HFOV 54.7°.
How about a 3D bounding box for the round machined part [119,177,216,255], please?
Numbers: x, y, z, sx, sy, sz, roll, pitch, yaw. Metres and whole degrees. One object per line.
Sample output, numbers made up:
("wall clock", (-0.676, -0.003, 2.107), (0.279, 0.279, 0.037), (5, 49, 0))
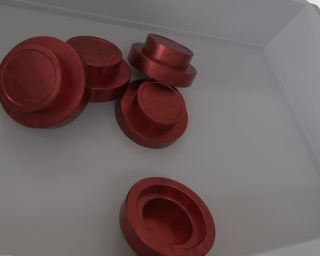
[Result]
("round machined part", (0.004, 0.101, 0.322), (0.099, 0.042, 0.098), (20, 33, -13))

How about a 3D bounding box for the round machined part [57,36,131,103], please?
("round machined part", (-0.083, -0.078, 0.379), (0.099, 0.042, 0.098), (12, 40, -10))

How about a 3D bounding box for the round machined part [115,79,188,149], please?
("round machined part", (-0.006, -0.025, 0.407), (0.099, 0.042, 0.098), (14, 56, -21))

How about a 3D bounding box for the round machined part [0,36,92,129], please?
("round machined part", (-0.125, -0.048, 0.322), (0.098, 0.042, 0.097), (0, 87, 8))

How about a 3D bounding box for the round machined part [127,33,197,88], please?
("round machined part", (0.008, -0.098, 0.432), (0.099, 0.042, 0.098), (21, 25, -10))
